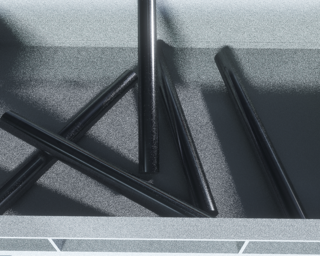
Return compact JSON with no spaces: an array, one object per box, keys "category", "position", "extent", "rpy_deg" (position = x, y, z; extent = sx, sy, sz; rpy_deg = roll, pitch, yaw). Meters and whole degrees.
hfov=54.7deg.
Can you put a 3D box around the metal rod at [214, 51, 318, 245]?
[{"category":"metal rod","position":[0.123,-0.001,0.406],"extent":[0.025,0.025,0.300],"rpy_deg":[-7,50,-6]}]

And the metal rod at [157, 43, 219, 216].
[{"category":"metal rod","position":[0.020,-0.020,0.421],"extent":[0.025,0.025,0.300],"rpy_deg":[-9,51,-7]}]

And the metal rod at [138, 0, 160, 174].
[{"category":"metal rod","position":[-0.016,-0.091,0.402],"extent":[0.025,0.025,0.299],"rpy_deg":[-1,75,-1]}]

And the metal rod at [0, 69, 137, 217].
[{"category":"metal rod","position":[-0.124,0.019,0.388],"extent":[0.025,0.025,0.301],"rpy_deg":[26,55,20]}]

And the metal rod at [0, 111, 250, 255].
[{"category":"metal rod","position":[-0.052,0.052,0.334],"extent":[0.301,0.025,0.025],"rpy_deg":[25,54,15]}]
